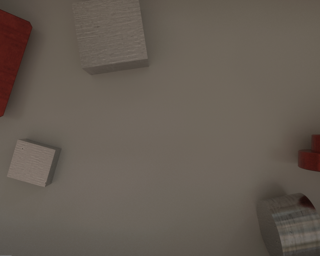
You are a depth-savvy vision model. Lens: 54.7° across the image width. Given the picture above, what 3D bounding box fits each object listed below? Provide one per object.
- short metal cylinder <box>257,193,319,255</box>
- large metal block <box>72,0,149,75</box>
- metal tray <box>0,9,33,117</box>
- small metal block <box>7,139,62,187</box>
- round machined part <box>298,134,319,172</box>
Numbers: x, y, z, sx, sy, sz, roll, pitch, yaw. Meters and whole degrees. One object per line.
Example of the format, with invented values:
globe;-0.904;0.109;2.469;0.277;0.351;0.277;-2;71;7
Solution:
short metal cylinder;0.161;0.126;0.386;0.050;0.080;0.080;-11;90;0
large metal block;-0.061;-0.117;0.398;0.081;0.050;0.080;-9;90;-1
metal tray;-0.226;-0.086;0.383;0.091;0.030;0.129;18;90;-34
small metal block;-0.165;0.045;0.409;0.050;0.025;0.050;16;90;-1
round machined part;0.222;0.029;0.378;0.099;0.098;0.042;1;90;-1
